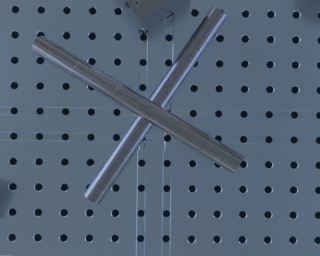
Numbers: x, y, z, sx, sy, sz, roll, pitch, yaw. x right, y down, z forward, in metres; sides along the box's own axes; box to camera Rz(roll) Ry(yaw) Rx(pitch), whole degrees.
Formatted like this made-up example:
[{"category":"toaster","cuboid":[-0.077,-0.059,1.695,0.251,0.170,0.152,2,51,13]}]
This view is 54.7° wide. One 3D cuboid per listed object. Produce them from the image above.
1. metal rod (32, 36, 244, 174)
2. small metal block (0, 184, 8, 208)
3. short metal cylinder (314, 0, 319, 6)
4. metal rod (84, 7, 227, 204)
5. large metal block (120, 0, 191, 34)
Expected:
[{"category":"metal rod","cuboid":[-0.034,-0.034,0.390,0.301,0.025,0.025,31,90,8]},{"category":"small metal block","cuboid":[-0.240,0.096,0.410,0.050,0.025,0.050,20,90,-1]},{"category":"short metal cylinder","cuboid":[0.246,-0.200,0.404,0.081,0.050,0.079,0,90,-1]},{"category":"metal rod","cuboid":[-0.006,-0.030,0.413,0.025,0.025,0.299,34,90,-1]},{"category":"large metal block","cuboid":[-0.014,-0.184,0.401,0.080,0.050,0.080,-35,90,0]}]
